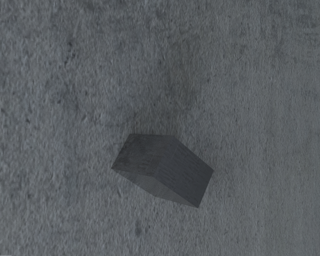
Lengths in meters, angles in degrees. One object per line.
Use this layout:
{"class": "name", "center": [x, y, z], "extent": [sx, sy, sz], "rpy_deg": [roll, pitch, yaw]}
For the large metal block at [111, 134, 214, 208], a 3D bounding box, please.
{"class": "large metal block", "center": [0.003, 0.050, 0.373], "extent": [0.080, 0.080, 0.050], "rpy_deg": [40, 65, -33]}
